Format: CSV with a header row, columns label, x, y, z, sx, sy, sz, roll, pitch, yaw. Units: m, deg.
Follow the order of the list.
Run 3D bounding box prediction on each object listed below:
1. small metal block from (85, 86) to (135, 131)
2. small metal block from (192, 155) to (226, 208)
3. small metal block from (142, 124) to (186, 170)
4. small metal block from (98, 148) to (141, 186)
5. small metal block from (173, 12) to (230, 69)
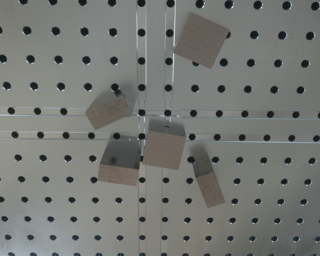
label,x,y,z,sx,sy,sz,roll,pitch,yaw
small metal block,-0.061,-0.026,0.390,0.050,0.050,0.025,-24,109,8
small metal block,0.066,0.073,0.428,0.025,0.050,0.050,-20,109,7
small metal block,0.005,0.026,0.423,0.050,0.025,0.050,10,110,-4
small metal block,-0.053,0.052,0.418,0.050,0.050,0.025,9,110,-4
small metal block,0.048,-0.106,0.375,0.050,0.025,0.050,21,109,-8
